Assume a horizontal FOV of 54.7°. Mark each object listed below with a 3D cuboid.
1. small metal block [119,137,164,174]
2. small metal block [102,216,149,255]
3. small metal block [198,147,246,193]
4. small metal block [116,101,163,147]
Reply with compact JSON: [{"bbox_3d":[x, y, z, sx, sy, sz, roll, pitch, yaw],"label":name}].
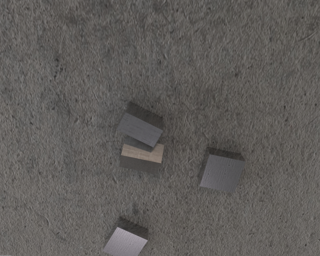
[{"bbox_3d":[-0.025,0.037,0.408,0.050,0.050,0.025,12,65,-5],"label":"small metal block"},{"bbox_3d":[-0.052,0.171,0.472,0.050,0.025,0.050,28,108,-10],"label":"small metal block"},{"bbox_3d":[0.085,0.058,0.432,0.050,0.025,0.050,12,110,-5],"label":"small metal block"},{"bbox_3d":[-0.024,-0.006,0.394,0.050,0.050,0.025,27,108,-10],"label":"small metal block"}]
